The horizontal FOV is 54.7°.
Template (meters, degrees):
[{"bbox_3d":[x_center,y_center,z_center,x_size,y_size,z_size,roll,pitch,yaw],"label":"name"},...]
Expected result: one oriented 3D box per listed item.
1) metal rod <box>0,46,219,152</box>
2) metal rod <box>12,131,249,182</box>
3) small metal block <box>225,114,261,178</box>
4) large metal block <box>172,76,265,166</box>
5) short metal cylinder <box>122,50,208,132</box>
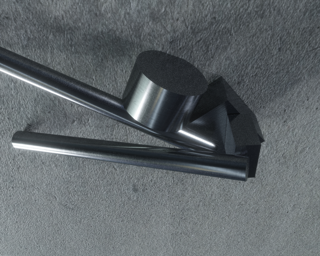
[{"bbox_3d":[-0.076,-0.033,0.342,0.301,0.025,0.025,23,127,-5],"label":"metal rod"},{"bbox_3d":[-0.052,0.028,0.362,0.301,0.025,0.025,5,134,23],"label":"metal rod"},{"bbox_3d":[0.089,0.020,0.341,0.025,0.050,0.050,-3,130,3],"label":"small metal block"},{"bbox_3d":[0.069,-0.004,0.388,0.080,0.050,0.080,-33,123,26],"label":"large metal block"},{"bbox_3d":[0.005,-0.041,0.339,0.081,0.080,0.050,16,128,-14],"label":"short metal cylinder"}]
